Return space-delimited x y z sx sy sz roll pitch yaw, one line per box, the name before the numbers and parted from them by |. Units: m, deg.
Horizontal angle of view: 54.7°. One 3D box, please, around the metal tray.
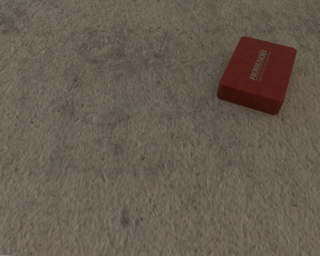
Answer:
metal tray | 0.150 -0.085 0.473 0.090 0.030 0.130 19 52 15
